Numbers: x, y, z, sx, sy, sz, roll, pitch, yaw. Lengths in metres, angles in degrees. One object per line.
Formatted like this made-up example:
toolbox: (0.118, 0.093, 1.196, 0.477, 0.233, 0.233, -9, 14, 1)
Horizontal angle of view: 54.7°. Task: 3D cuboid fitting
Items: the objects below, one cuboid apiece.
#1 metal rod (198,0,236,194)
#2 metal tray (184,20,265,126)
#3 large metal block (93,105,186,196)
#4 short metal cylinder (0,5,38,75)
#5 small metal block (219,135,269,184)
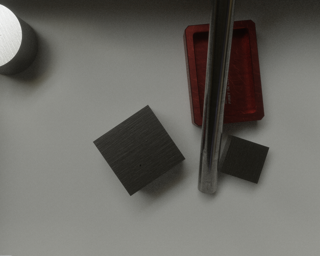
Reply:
metal rod: (0.064, -0.054, 0.351, 0.025, 0.025, 0.298, 0, 115, 0)
metal tray: (0.083, -0.071, 0.409, 0.091, 0.030, 0.129, -6, 90, -1)
large metal block: (-0.025, 0.027, 0.399, 0.080, 0.050, 0.080, -34, 90, 0)
short metal cylinder: (-0.206, -0.111, 0.396, 0.081, 0.050, 0.079, 0, 90, -1)
small metal block: (0.110, 0.041, 0.413, 0.050, 0.025, 0.050, 18, 90, -1)
